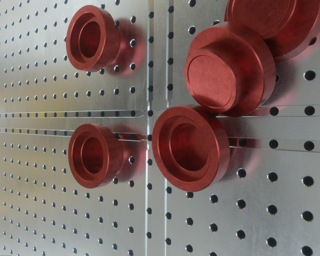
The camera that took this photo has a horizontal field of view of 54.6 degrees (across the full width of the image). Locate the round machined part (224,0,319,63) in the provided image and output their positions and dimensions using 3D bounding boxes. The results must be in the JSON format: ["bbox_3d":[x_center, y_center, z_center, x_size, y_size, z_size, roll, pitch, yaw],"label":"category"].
[{"bbox_3d":[0.107,-0.116,0.310,0.098,0.042,0.097,0,90,40],"label":"round machined part"}]

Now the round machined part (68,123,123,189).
[{"bbox_3d":[-0.096,0.041,0.479,0.098,0.042,0.097,0,90,40],"label":"round machined part"}]

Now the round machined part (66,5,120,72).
[{"bbox_3d":[-0.100,-0.136,0.483,0.098,0.042,0.097,0,90,40],"label":"round machined part"}]

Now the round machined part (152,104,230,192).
[{"bbox_3d":[0.039,0.021,0.359,0.098,0.042,0.097,12,108,43],"label":"round machined part"}]

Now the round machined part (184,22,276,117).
[{"bbox_3d":[0.063,-0.054,0.319,0.098,0.042,0.097,35,142,33],"label":"round machined part"}]
